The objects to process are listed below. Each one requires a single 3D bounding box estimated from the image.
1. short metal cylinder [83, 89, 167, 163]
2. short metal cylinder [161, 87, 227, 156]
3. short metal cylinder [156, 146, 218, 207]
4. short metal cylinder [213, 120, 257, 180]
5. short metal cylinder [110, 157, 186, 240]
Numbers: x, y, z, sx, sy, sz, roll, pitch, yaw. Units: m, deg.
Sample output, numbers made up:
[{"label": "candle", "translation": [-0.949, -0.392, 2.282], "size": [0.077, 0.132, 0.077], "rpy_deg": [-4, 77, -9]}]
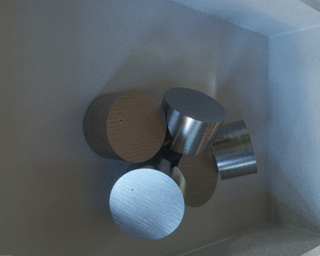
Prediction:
[{"label": "short metal cylinder", "translation": [-0.039, -0.002, 0.356], "size": [0.081, 0.050, 0.079], "rpy_deg": [0, 90, -40]}, {"label": "short metal cylinder", "translation": [0.036, -0.010, 0.392], "size": [0.081, 0.080, 0.050], "rpy_deg": [-11, 133, -40]}, {"label": "short metal cylinder", "translation": [0.033, 0.062, 0.418], "size": [0.081, 0.050, 0.079], "rpy_deg": [0, 90, -40]}, {"label": "short metal cylinder", "translation": [0.106, 0.032, 0.453], "size": [0.080, 0.050, 0.080], "rpy_deg": [-15, 91, -81]}, {"label": "short metal cylinder", "translation": [-0.011, 0.078, 0.353], "size": [0.050, 0.080, 0.079], "rpy_deg": [-51, 133, -79]}]
